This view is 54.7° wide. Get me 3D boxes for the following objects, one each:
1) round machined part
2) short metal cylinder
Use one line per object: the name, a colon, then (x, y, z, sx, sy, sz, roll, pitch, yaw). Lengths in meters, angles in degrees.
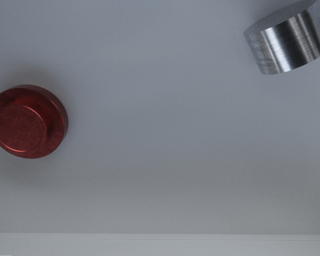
round machined part: (-0.173, -0.004, 0.399, 0.099, 0.042, 0.097, 0, 110, -1)
short metal cylinder: (0.142, -0.102, 0.347, 0.080, 0.080, 0.050, -27, 108, 9)
